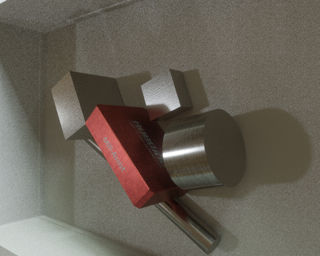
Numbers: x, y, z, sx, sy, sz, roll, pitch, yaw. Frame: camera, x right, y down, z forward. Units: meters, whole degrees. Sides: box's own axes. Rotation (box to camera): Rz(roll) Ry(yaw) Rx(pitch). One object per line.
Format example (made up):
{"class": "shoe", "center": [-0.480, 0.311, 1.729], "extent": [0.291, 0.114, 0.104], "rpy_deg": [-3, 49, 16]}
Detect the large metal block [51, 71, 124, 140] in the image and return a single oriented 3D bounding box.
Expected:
{"class": "large metal block", "center": [-0.099, -0.030, 0.448], "extent": [0.050, 0.081, 0.080], "rpy_deg": [-33, 70, 35]}

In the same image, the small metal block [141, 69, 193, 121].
{"class": "small metal block", "center": [0.008, -0.041, 0.395], "extent": [0.050, 0.025, 0.050], "rpy_deg": [-25, 75, 37]}

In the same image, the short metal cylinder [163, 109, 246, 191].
{"class": "short metal cylinder", "center": [0.048, 0.024, 0.328], "extent": [0.050, 0.081, 0.080], "rpy_deg": [-15, 81, 40]}

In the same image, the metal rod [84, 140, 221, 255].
{"class": "metal rod", "center": [-0.040, 0.062, 0.436], "extent": [0.300, 0.025, 0.025], "rpy_deg": [35, 112, 34]}

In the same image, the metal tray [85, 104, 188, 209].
{"class": "metal tray", "center": [-0.022, 0.028, 0.378], "extent": [0.030, 0.091, 0.130], "rpy_deg": [-51, 61, 27]}
